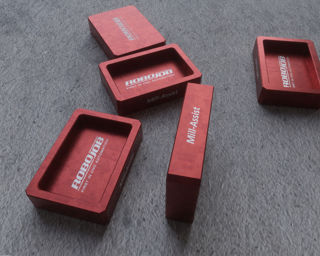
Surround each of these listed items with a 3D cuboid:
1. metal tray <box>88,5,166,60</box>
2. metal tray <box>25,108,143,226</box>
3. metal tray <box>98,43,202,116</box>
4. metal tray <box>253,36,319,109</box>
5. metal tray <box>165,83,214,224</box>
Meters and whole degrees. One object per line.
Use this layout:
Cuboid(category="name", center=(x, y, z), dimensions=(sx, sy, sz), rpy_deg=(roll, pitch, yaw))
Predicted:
Cuboid(category="metal tray", center=(-0.059, -0.159, 0.533), dimensions=(0.091, 0.030, 0.130), rpy_deg=(-22, 54, -18))
Cuboid(category="metal tray", center=(-0.082, 0.039, 0.366), dimensions=(0.090, 0.030, 0.130), rpy_deg=(12, 51, 9))
Cuboid(category="metal tray", center=(-0.015, -0.076, 0.463), dimensions=(0.131, 0.030, 0.090), rpy_deg=(-19, 53, -16))
Cuboid(category="metal tray", center=(0.195, -0.089, 0.475), dimensions=(0.090, 0.030, 0.130), rpy_deg=(6, 50, 4))
Cuboid(category="metal tray", center=(0.033, 0.025, 0.339), dimensions=(0.030, 0.090, 0.130), rpy_deg=(9, 51, 7))
